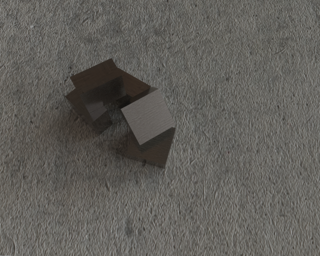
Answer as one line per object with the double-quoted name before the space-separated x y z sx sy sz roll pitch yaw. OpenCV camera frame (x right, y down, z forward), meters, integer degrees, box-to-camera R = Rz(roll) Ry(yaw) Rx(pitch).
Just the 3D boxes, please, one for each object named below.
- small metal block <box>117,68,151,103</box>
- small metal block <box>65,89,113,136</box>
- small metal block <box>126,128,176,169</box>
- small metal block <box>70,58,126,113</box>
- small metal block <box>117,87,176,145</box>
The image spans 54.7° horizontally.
"small metal block" -0.039 -0.047 0.413 0.050 0.050 0.025 31 73 10
"small metal block" -0.091 -0.022 0.403 0.025 0.050 0.050 -43 76 -14
"small metal block" -0.011 0.020 0.402 0.050 0.025 0.050 15 71 5
"small metal block" -0.070 -0.048 0.360 0.050 0.050 0.025 -28 73 -10
"small metal block" -0.017 -0.015 0.375 0.050 0.025 0.050 -30 110 -11
